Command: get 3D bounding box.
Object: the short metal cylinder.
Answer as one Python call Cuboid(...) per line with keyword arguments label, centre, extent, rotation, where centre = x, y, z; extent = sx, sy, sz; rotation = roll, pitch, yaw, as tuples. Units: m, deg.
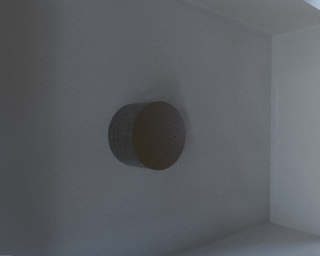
Cuboid(label="short metal cylinder", centre=(-0.015, 0.009, 0.377), extent=(0.081, 0.050, 0.080), rotation=(0, 90, -40))
